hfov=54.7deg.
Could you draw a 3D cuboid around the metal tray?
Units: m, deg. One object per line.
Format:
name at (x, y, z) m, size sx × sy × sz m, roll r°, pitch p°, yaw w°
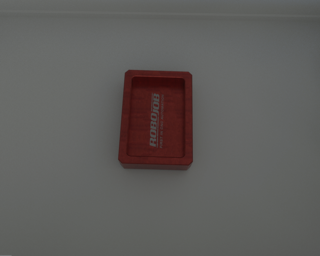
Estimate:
metal tray at (-0.004, -0.012, 0.408) m, size 0.091 × 0.030 × 0.130 m, roll 2°, pitch 70°, yaw 0°
